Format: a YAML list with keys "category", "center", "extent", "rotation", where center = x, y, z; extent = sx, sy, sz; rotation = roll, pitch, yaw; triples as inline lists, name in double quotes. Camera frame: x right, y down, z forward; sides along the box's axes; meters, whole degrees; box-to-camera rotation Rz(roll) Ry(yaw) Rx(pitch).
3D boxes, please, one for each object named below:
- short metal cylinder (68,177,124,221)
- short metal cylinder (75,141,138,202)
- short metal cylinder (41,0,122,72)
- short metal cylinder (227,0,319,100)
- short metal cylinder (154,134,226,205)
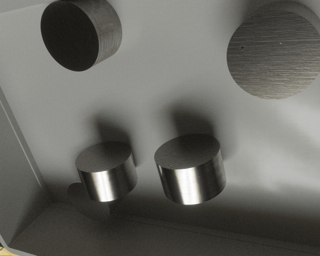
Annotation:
- category: "short metal cylinder"
  center: [-0.103, 0.106, 0.512]
  extent: [0.080, 0.050, 0.079]
  rotation: [14, 125, 20]
- category: "short metal cylinder"
  center: [-0.077, 0.061, 0.451]
  extent: [0.080, 0.080, 0.050]
  rotation: [5, 120, 26]
- category: "short metal cylinder"
  center: [-0.093, -0.114, 0.371]
  extent: [0.080, 0.050, 0.079]
  rotation: [13, 124, 21]
- category: "short metal cylinder"
  center: [0.109, -0.073, 0.290]
  extent: [0.080, 0.050, 0.079]
  rotation: [13, 124, 21]
- category: "short metal cylinder"
  center: [0.038, 0.049, 0.383]
  extent: [0.080, 0.080, 0.050]
  rotation: [-1, 118, 28]
